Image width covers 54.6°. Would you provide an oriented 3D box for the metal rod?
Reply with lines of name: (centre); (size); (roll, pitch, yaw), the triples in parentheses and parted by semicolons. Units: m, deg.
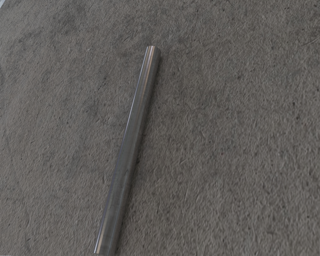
metal rod: (-0.037, 0.012, 0.416); (0.025, 0.025, 0.300); (-3, 60, 27)
